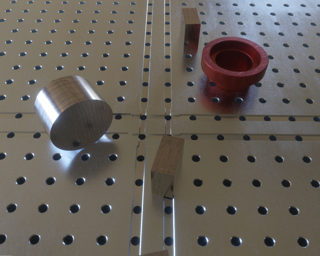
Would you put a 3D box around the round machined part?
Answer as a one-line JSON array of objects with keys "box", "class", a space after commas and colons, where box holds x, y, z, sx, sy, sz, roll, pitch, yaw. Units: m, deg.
[{"box": [0.112, -0.095, 0.478, 0.099, 0.042, 0.098, 0, 50, 0], "class": "round machined part"}]

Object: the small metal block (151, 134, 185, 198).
[{"box": [0.009, 0.044, 0.355, 0.025, 0.050, 0.050, 12, 51, 9], "class": "small metal block"}]

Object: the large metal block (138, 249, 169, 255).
[{"box": [-0.025, 0.158, 0.259, 0.081, 0.050, 0.080, -9, 51, -8], "class": "large metal block"}]

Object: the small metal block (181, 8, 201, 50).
[{"box": [0.052, -0.172, 0.536, 0.025, 0.050, 0.050, -3, 50, -3], "class": "small metal block"}]

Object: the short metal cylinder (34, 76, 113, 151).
[{"box": [-0.107, -0.018, 0.386, 0.081, 0.080, 0.050, -28, 56, -22], "class": "short metal cylinder"}]
